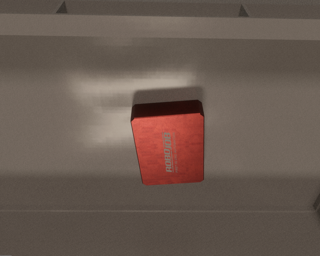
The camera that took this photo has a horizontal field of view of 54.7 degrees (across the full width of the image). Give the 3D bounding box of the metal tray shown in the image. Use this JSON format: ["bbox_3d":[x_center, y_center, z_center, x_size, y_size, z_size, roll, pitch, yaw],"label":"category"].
[{"bbox_3d":[0.014,0.025,0.427,0.091,0.030,0.129,-4,130,3],"label":"metal tray"}]
